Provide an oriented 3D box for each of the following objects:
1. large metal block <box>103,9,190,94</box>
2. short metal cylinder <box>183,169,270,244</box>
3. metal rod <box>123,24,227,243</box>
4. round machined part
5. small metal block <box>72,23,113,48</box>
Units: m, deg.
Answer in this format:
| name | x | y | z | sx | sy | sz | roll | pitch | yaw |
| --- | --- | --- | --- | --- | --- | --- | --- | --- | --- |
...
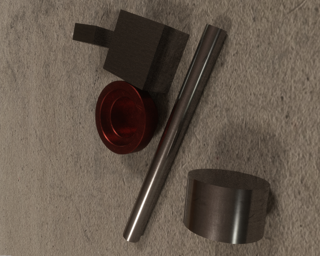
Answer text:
| name | x | y | z | sx | sy | sz | roll | pitch | yaw |
| --- | --- | --- | --- | --- | --- | --- | --- | --- | --- |
| large metal block | -0.020 | -0.099 | 0.403 | 0.080 | 0.050 | 0.079 | 32 | 110 | 35 |
| short metal cylinder | 0.066 | 0.075 | 0.313 | 0.080 | 0.081 | 0.050 | 9 | 96 | 39 |
| metal rod | 0.012 | 0.020 | 0.393 | 0.025 | 0.025 | 0.298 | 33 | 110 | 34 |
| round machined part | -0.041 | -0.015 | 0.423 | 0.098 | 0.042 | 0.097 | 5 | 97 | 40 |
| small metal block | -0.093 | -0.136 | 0.463 | 0.050 | 0.050 | 0.025 | 21 | 104 | 37 |
